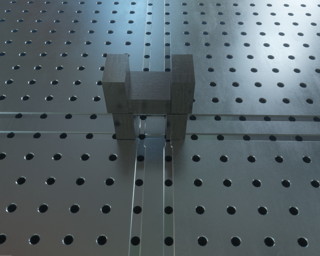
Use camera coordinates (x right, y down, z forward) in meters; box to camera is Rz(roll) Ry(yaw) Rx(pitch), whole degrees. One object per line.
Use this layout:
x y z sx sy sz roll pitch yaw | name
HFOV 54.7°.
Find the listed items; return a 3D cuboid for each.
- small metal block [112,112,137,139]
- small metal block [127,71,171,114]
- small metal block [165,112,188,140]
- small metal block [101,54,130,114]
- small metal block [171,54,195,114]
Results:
-0.045 -0.020 0.407 0.025 0.050 0.050 1 50 0 | small metal block
-0.013 -0.044 0.380 0.050 0.025 0.050 1 50 0 | small metal block
0.020 -0.020 0.408 0.025 0.050 0.050 -1 50 -1 | small metal block
-0.050 -0.052 0.369 0.025 0.050 0.050 0 50 0 | small metal block
0.026 -0.052 0.369 0.025 0.050 0.050 0 50 0 | small metal block
